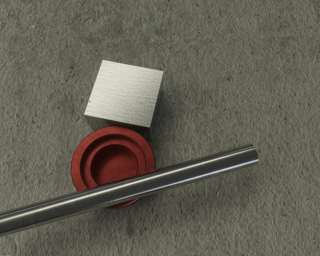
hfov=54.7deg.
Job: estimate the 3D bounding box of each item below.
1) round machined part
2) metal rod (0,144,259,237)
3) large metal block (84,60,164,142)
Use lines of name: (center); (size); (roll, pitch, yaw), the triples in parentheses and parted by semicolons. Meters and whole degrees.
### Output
round machined part: (-0.055, 0.050, 0.380); (0.099, 0.042, 0.098); (0, 70, 0)
metal rod: (-0.039, 0.068, 0.338); (0.302, 0.025, 0.025); (-15, 71, -6)
large metal block: (-0.043, -0.035, 0.405); (0.080, 0.050, 0.080); (11, 68, 4)
